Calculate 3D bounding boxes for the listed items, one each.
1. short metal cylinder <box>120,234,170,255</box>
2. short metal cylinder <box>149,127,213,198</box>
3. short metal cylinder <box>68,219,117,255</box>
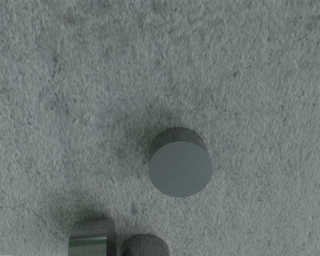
[{"bbox_3d":[-0.024,0.212,0.474,0.081,0.050,0.079,0,110,-1],"label":"short metal cylinder"},{"bbox_3d":[0.026,0.045,0.413,0.081,0.050,0.079,0,110,-1],"label":"short metal cylinder"},{"bbox_3d":[-0.094,0.173,0.443,0.050,0.080,0.079,-4,110,1],"label":"short metal cylinder"}]
